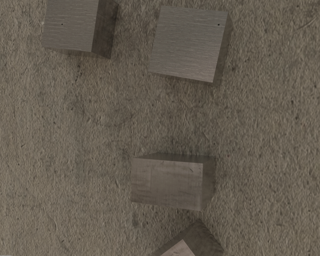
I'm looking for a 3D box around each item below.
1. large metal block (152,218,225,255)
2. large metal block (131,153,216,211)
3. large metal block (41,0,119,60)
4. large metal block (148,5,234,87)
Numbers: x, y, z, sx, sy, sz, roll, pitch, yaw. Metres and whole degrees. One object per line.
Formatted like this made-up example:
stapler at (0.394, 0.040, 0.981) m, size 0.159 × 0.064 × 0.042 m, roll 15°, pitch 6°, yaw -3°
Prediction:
large metal block at (0.024, 0.162, 0.371) m, size 0.080 × 0.080 × 0.050 m, roll -42°, pitch 77°, yaw 15°
large metal block at (0.020, 0.060, 0.373) m, size 0.080 × 0.080 × 0.050 m, roll 2°, pitch 91°, yaw 20°
large metal block at (-0.111, -0.145, 0.435) m, size 0.080 × 0.050 × 0.079 m, roll 10°, pitch 94°, yaw 19°
large metal block at (0.039, -0.099, 0.382) m, size 0.080 × 0.050 × 0.080 m, roll 13°, pitch 95°, yaw 19°
